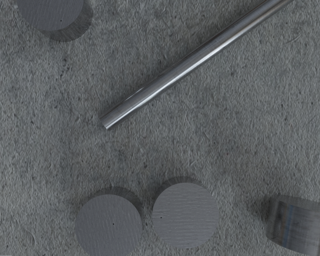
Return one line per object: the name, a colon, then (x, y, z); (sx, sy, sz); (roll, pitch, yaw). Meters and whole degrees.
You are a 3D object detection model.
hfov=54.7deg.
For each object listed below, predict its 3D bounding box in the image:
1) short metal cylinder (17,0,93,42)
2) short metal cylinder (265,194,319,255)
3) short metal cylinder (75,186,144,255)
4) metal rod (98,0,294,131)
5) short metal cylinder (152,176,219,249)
short metal cylinder: (-0.132, -0.157, 0.396); (0.081, 0.050, 0.080); (0, 90, 0)
short metal cylinder: (0.177, 0.118, 0.384); (0.080, 0.080, 0.050); (10, 90, 0)
short metal cylinder: (-0.062, 0.119, 0.397); (0.081, 0.050, 0.080); (0, 90, 0)
metal rod: (0.049, -0.093, 0.410); (0.301, 0.025, 0.025); (-35, 90, 0)
short metal cylinder: (0.031, 0.105, 0.398); (0.081, 0.050, 0.080); (0, 90, 0)
